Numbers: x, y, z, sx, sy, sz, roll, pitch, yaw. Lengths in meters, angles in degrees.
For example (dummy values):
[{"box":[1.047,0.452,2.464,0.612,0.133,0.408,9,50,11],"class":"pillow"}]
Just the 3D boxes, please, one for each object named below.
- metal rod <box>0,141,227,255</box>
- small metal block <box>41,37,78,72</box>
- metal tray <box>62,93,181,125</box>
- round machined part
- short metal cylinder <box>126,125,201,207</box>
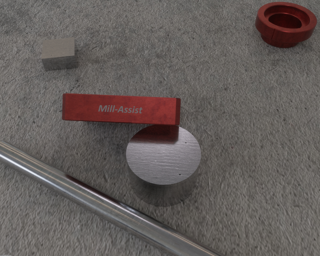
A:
[{"box":[-0.063,0.082,0.333,0.301,0.025,0.025,23,54,18],"class":"metal rod"},{"box":[-0.162,-0.120,0.503,0.050,0.025,0.050,-8,51,-7],"class":"small metal block"},{"box":[-0.041,-0.023,0.382,0.131,0.090,0.030,3,93,2],"class":"metal tray"},{"box":[0.216,-0.177,0.543,0.099,0.042,0.098,0,50,0],"class":"round machined part"},{"box":[0.004,0.042,0.352,0.081,0.050,0.080,0,50,0],"class":"short metal cylinder"}]
